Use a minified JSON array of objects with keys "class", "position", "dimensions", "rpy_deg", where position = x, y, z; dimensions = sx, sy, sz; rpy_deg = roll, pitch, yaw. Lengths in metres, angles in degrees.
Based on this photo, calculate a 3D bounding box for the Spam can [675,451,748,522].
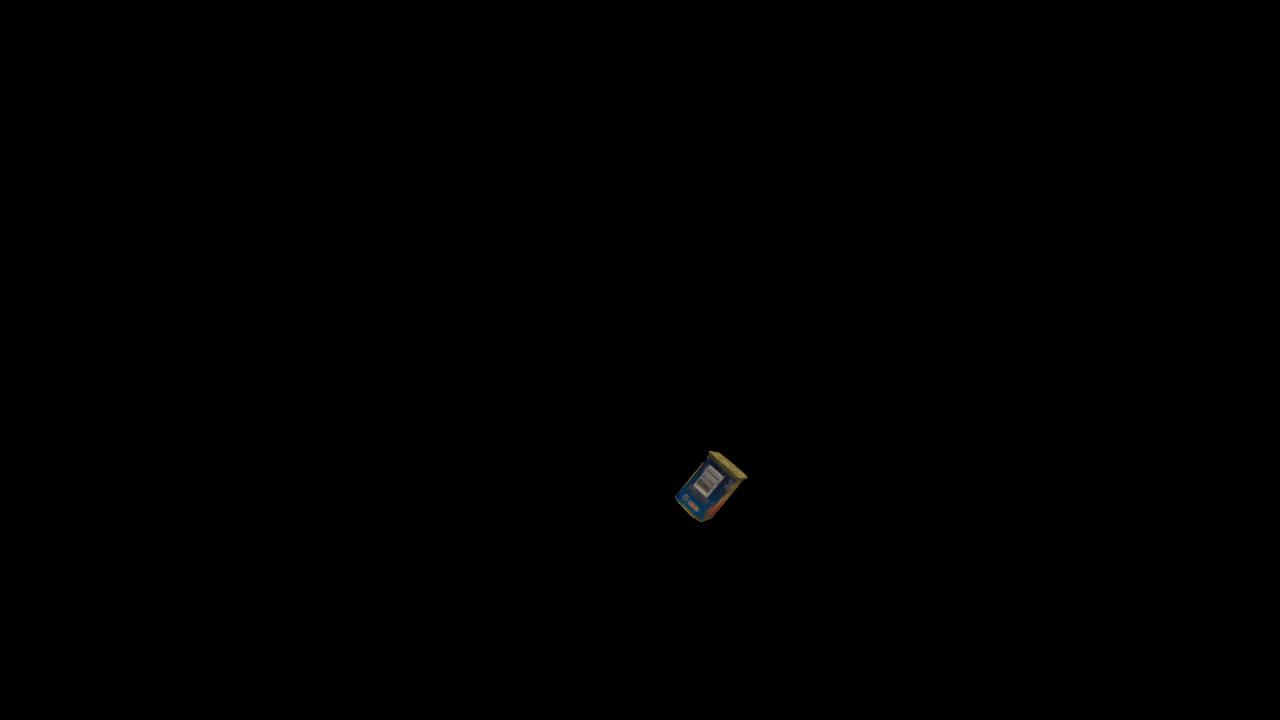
[{"class":"Spam can","position":[0.102,0.182,0.887],"dimensions":[0.058,0.085,0.101],"rpy_deg":[40,3,20]}]
